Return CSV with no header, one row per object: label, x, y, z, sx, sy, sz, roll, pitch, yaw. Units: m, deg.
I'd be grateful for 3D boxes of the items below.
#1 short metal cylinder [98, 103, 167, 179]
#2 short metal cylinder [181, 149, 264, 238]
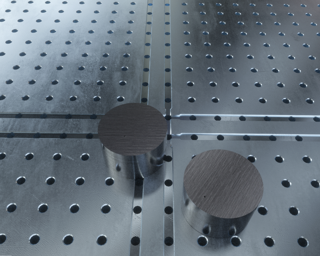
short metal cylinder,-0.032,0.015,0.378,0.081,0.050,0.080,0,50,0
short metal cylinder,0.064,0.070,0.333,0.081,0.050,0.080,1,50,0
